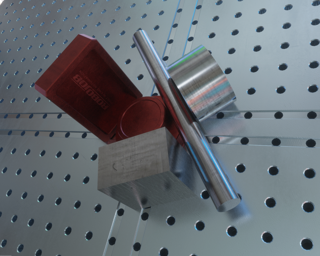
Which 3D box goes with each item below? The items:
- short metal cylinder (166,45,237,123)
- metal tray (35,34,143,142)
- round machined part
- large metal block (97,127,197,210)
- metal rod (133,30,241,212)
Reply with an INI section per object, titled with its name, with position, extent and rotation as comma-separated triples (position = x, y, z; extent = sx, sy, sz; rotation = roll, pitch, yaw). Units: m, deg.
[short metal cylinder]
position = 0.049, -0.053, 0.377
extent = 0.050, 0.080, 0.080
rotation = -32, 52, 7
[metal tray]
position = -0.087, -0.048, 0.415
extent = 0.030, 0.130, 0.090
rotation = 31, 79, 37
[round machined part]
position = -0.017, -0.002, 0.406
extent = 0.098, 0.042, 0.098
rotation = -13, 56, 20
[large metal block]
position = -0.013, 0.049, 0.348
extent = 0.080, 0.080, 0.050
rotation = -18, 55, 18
[metal rod]
position = 0.018, -0.033, 0.391
extent = 0.025, 0.025, 0.300
rotation = -31, 52, 8
